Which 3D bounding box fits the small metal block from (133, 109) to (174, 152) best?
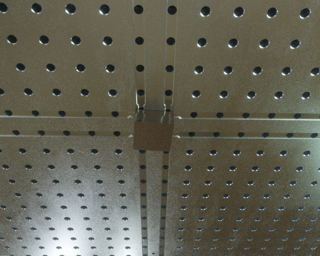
[{"bbox_3d":[-0.009,0.004,0.414,0.050,0.025,0.050,4,130,-4],"label":"small metal block"}]
